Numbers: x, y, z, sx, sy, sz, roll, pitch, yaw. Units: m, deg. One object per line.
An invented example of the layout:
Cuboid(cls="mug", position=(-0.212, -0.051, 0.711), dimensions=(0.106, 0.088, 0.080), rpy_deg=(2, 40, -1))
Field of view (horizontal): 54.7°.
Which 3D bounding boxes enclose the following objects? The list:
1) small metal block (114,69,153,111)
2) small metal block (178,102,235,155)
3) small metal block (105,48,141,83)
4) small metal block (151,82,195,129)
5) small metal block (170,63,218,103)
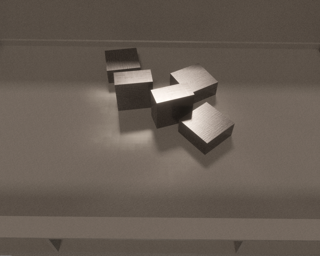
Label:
Cuboid(cls="small metal block", position=(-0.036, -0.052, 0.432), dimensions=(0.050, 0.050, 0.025), rpy_deg=(-6, 51, -6))
Cuboid(cls="small metal block", position=(0.060, 0.000, 0.406), dimensions=(0.050, 0.025, 0.050), rpy_deg=(-33, 58, -25))
Cuboid(cls="small metal block", position=(-0.059, -0.099, 0.487), dimensions=(0.050, 0.025, 0.050), rpy_deg=(-7, 51, -7))
Cuboid(cls="small metal block", position=(0.016, -0.030, 0.414), dimensions=(0.050, 0.050, 0.025), rpy_deg=(-14, 52, -12))
Cuboid(cls="small metal block", position=(0.049, -0.066, 0.461), dimensions=(0.050, 0.025, 0.050), rpy_deg=(-24, 54, -19))
